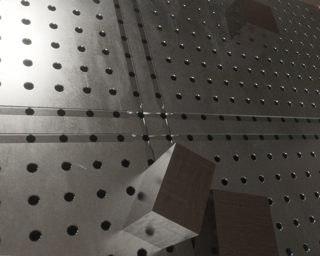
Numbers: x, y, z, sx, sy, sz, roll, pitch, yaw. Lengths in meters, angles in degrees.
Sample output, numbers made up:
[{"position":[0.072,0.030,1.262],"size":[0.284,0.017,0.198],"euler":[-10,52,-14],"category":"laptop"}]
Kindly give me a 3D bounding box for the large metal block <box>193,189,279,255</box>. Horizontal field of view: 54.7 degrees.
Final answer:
[{"position":[0.086,0.123,0.366],"size":[0.081,0.050,0.080],"euler":[13,56,-22],"category":"large metal block"}]

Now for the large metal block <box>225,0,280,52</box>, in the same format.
[{"position":[0.184,-0.210,0.622],"size":[0.081,0.050,0.080],"euler":[11,57,-23],"category":"large metal block"}]

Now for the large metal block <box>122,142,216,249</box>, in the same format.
[{"position":[0.010,0.075,0.334],"size":[0.050,0.080,0.080],"euler":[30,52,-10],"category":"large metal block"}]
